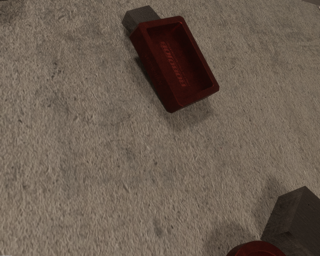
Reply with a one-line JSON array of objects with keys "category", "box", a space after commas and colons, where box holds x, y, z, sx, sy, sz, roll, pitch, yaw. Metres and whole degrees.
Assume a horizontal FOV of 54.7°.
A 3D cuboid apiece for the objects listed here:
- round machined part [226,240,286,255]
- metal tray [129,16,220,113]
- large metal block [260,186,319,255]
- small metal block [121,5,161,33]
[{"category": "round machined part", "box": [0.106, 0.179, 0.343, 0.099, 0.042, 0.098, 14, 56, -21]}, {"category": "metal tray", "box": [0.023, -0.096, 0.456, 0.091, 0.030, 0.130, -26, 88, -37]}, {"category": "large metal block", "box": [0.192, 0.139, 0.409, 0.080, 0.050, 0.080, 43, 51, 1]}, {"category": "small metal block", "box": [-0.024, -0.164, 0.493, 0.050, 0.025, 0.050, -34, 81, -38]}]
